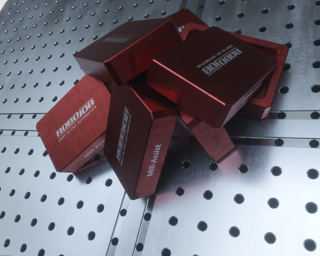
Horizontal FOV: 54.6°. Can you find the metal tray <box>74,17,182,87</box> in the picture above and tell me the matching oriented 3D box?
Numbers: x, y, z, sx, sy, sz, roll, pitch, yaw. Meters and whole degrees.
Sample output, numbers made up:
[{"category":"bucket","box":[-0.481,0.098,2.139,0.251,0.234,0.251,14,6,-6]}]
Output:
[{"category":"metal tray","box":[-0.044,-0.095,0.374,0.090,0.030,0.130,-38,29,-15]}]

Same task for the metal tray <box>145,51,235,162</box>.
[{"category":"metal tray","box":[0.028,-0.028,0.370,0.030,0.090,0.130,-39,50,3]}]

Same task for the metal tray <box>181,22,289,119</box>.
[{"category":"metal tray","box":[0.079,-0.073,0.381,0.130,0.030,0.090,19,70,14]}]

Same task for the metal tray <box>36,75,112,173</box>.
[{"category":"metal tray","box":[-0.110,-0.009,0.440,0.130,0.030,0.090,-41,66,15]}]

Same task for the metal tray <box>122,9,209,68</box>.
[{"category":"metal tray","box":[0.007,-0.117,0.450,0.131,0.030,0.090,-28,53,-8]}]

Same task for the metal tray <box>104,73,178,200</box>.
[{"category":"metal tray","box":[-0.029,0.008,0.360,0.030,0.129,0.090,-11,44,-31]}]

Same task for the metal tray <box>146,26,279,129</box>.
[{"category":"metal tray","box":[0.060,-0.061,0.331,0.090,0.030,0.131,35,45,18]}]

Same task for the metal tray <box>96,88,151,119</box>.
[{"category":"metal tray","box":[-0.067,-0.051,0.472,0.130,0.030,0.090,-43,51,-2]}]
